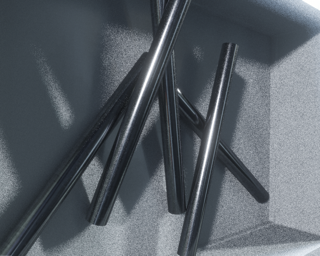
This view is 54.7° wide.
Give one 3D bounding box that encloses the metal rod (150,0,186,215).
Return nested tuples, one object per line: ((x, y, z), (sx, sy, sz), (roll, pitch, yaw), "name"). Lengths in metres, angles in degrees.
((0.011, -0.031, 0.391), (0.025, 0.025, 0.298), (-17, 108, -39), "metal rod")

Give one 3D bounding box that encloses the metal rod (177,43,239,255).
((0.069, 0.027, 0.432), (0.025, 0.025, 0.299), (18, 82, -39), "metal rod")

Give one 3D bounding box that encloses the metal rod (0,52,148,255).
((-0.084, 0.029, 0.335), (0.025, 0.025, 0.300), (47, 62, -30), "metal rod")

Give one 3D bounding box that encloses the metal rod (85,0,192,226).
((-0.018, -0.035, 0.346), (0.025, 0.025, 0.299), (20, 91, -38), "metal rod")

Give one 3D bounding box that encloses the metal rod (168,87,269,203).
((0.095, 0.033, 0.485), (0.300, 0.025, 0.025), (45, 63, -31), "metal rod")
